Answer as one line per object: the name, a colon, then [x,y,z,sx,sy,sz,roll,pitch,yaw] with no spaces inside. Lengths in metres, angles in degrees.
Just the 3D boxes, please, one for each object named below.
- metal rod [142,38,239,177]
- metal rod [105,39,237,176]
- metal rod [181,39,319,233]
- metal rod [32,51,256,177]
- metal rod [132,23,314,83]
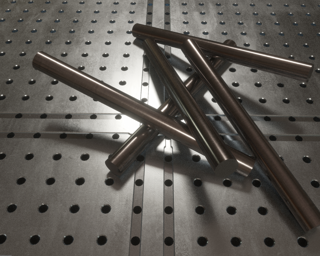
metal rod: [0.023,-0.051,0.414,0.025,0.025,0.300,-13,40,-11]
metal rod: [0.032,-0.046,0.446,0.025,0.025,0.301,29,55,22]
metal rod: [0.103,-0.011,0.398,0.025,0.025,0.299,-18,59,-15]
metal rod: [-0.025,-0.021,0.386,0.301,0.025,0.025,27,54,7]
metal rod: [0.077,-0.123,0.479,0.300,0.025,0.025,23,53,30]
